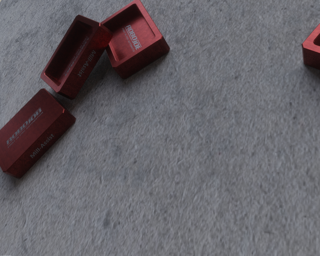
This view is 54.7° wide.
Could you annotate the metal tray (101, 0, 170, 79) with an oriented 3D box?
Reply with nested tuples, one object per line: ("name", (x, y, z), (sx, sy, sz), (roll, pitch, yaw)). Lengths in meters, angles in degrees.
("metal tray", (-0.048, -0.151, 0.516), (0.090, 0.030, 0.130), (-31, 52, 8))

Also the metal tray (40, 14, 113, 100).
("metal tray", (-0.143, -0.122, 0.524), (0.090, 0.030, 0.130), (35, 94, 43))

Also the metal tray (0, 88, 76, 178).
("metal tray", (-0.209, 0.006, 0.504), (0.130, 0.030, 0.090), (-47, 52, -6))

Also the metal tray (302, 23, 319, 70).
("metal tray", (0.237, -0.113, 0.345), (0.130, 0.030, 0.090), (-48, 52, -6))
